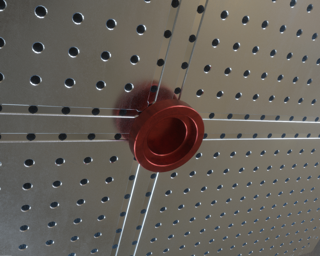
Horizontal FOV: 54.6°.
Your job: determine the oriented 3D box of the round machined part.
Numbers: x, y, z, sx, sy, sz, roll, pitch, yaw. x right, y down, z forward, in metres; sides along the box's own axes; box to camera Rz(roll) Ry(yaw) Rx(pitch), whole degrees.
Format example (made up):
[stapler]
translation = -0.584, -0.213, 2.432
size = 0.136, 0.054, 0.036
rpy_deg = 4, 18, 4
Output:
[round machined part]
translation = 0.005, 0.006, 0.405
size = 0.099, 0.042, 0.097
rpy_deg = -14, 124, -21
